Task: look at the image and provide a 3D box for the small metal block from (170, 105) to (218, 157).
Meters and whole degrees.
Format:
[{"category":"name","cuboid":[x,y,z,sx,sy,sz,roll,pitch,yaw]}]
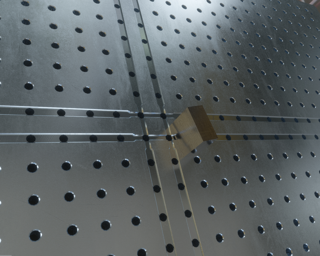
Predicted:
[{"category":"small metal block","cuboid":[0.044,0.005,0.415,0.025,0.050,0.050,-10,67,-33]}]
